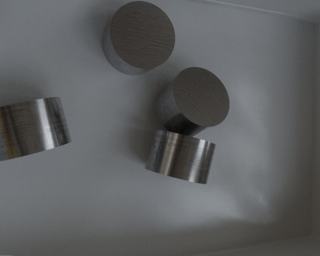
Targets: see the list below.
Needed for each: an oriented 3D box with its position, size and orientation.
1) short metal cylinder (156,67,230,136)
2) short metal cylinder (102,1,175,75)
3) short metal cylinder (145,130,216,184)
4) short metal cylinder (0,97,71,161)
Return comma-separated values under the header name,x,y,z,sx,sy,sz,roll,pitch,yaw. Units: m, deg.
name,x,y,z,sx,sy,sz,roll,pitch,yaw
short metal cylinder,0.042,-0.032,0.402,0.081,0.050,0.080,9,69,-23
short metal cylinder,-0.028,-0.110,0.388,0.081,0.050,0.079,0,90,-21
short metal cylinder,0.026,0.036,0.392,0.081,0.080,0.050,16,85,-20
short metal cylinder,-0.141,0.000,0.329,0.081,0.080,0.050,-15,96,-20
